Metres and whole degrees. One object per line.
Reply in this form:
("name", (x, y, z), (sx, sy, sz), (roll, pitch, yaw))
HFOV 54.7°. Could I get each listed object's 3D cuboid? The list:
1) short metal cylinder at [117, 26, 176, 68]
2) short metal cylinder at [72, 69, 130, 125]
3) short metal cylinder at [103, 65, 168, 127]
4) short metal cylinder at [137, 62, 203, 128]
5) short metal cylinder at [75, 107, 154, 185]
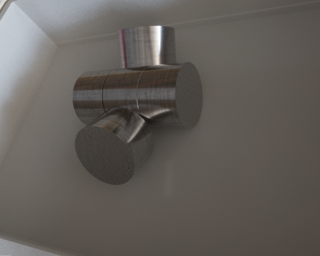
("short metal cylinder", (-0.018, -0.111, 0.437), (0.080, 0.080, 0.050), (2, 101, 29))
("short metal cylinder", (-0.074, -0.041, 0.433), (0.050, 0.080, 0.080), (1, 62, 29))
("short metal cylinder", (-0.030, -0.041, 0.409), (0.050, 0.080, 0.080), (1, 62, 29))
("short metal cylinder", (0.015, -0.040, 0.385), (0.050, 0.080, 0.080), (1, 62, 29))
("short metal cylinder", (-0.054, 0.021, 0.374), (0.080, 0.080, 0.050), (0, 28, 28))
